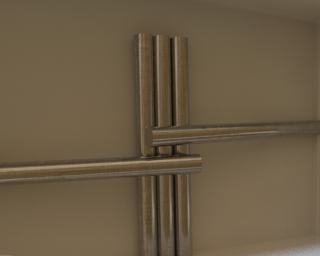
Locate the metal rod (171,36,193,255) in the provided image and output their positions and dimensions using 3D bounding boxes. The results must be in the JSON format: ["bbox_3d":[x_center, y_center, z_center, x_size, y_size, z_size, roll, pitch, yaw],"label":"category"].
[{"bbox_3d":[0.029,0.028,0.421,0.025,0.025,0.298,-2,91,-20],"label":"metal rod"}]

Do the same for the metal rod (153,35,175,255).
[{"bbox_3d":[0.004,0.029,0.412,0.025,0.025,0.298,-2,91,-20],"label":"metal rod"}]

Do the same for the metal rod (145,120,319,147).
[{"bbox_3d":[0.122,0.005,0.437,0.303,0.025,0.025,-2,91,-27],"label":"metal rod"}]

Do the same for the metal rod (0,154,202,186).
[{"bbox_3d":[-0.097,0.049,0.357,0.302,0.025,0.025,-1,91,-15],"label":"metal rod"}]

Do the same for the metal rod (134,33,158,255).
[{"bbox_3d":[-0.019,0.030,0.403,0.025,0.025,0.298,-2,91,-20],"label":"metal rod"}]
